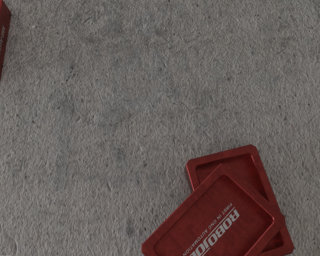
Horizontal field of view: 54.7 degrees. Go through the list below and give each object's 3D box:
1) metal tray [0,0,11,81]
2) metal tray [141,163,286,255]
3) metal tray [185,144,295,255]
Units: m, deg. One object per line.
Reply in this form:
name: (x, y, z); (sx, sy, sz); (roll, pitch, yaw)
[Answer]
metal tray: (-0.276, -0.127, 0.450); (0.091, 0.030, 0.130); (-2, 70, -1)
metal tray: (0.056, 0.113, 0.331); (0.130, 0.030, 0.090); (-43, 76, -14)
metal tray: (0.090, 0.093, 0.371); (0.091, 0.030, 0.130); (-14, 71, -5)
